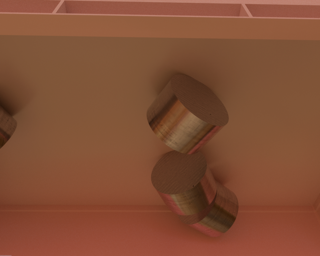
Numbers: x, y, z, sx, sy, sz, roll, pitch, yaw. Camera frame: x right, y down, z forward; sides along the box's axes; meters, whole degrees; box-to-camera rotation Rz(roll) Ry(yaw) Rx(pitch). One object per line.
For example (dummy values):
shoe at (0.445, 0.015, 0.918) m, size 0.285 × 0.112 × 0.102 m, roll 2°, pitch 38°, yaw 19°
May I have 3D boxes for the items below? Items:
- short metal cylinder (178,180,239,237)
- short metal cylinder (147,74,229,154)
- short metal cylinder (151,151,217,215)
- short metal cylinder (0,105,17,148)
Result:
short metal cylinder at (0.072, 0.119, 0.476) m, size 0.050 × 0.080 × 0.080 m, roll 36°, pitch 121°, yaw -27°
short metal cylinder at (0.032, -0.016, 0.360) m, size 0.080 × 0.080 × 0.050 m, roll 26°, pitch 125°, yaw -21°
short metal cylinder at (0.034, 0.075, 0.437) m, size 0.080 × 0.080 × 0.050 m, roll -17°, pitch 128°, yaw 13°
short metal cylinder at (-0.223, 0.001, 0.370) m, size 0.080 × 0.080 × 0.050 m, roll -21°, pitch 127°, yaw 17°
